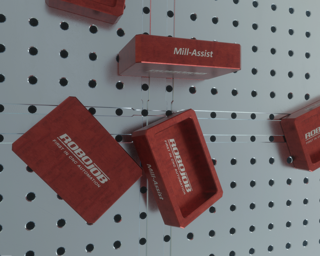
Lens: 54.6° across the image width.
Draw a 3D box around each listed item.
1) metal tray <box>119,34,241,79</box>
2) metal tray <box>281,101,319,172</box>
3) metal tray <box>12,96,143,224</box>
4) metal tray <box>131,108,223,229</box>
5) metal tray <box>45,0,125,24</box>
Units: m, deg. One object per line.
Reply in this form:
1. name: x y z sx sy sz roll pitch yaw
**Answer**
1. metal tray: 0.022 -0.084 0.385 0.131 0.090 0.030 0 90 -20
2. metal tray: 0.268 0.004 0.508 0.131 0.030 0.090 -23 98 -19
3. metal tray: -0.096 0.038 0.375 0.090 0.030 0.130 -44 104 -15
4. metal tray: 0.026 0.050 0.403 0.091 0.030 0.129 -26 99 -39
5. metal tray: -0.083 -0.205 0.378 0.091 0.030 0.129 10 87 -20
